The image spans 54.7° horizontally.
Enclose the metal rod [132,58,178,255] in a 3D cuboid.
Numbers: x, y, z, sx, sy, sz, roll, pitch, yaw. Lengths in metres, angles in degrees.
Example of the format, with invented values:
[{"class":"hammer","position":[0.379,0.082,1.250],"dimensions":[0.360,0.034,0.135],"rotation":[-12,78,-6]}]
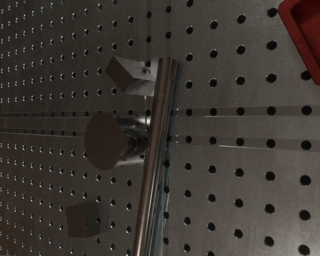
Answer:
[{"class":"metal rod","position":[-0.010,0.059,0.415],"dimensions":[0.025,0.025,0.298],"rotation":[13,98,39]}]

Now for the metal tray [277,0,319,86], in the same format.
[{"class":"metal tray","position":[0.179,-0.101,0.257],"dimensions":[0.130,0.030,0.090],"rotation":[-30,72,35]}]

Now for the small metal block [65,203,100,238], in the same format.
[{"class":"small metal block","position":[-0.129,0.152,0.513],"dimensions":[0.050,0.025,0.050],"rotation":[-14,81,38]}]

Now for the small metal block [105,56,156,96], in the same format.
[{"class":"small metal block","position":[-0.038,-0.070,0.422],"dimensions":[0.050,0.050,0.025],"rotation":[49,119,28]}]

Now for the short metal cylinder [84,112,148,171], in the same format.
[{"class":"short metal cylinder","position":[-0.063,0.018,0.442],"dimensions":[0.080,0.050,0.079],"rotation":[0,90,39]}]
